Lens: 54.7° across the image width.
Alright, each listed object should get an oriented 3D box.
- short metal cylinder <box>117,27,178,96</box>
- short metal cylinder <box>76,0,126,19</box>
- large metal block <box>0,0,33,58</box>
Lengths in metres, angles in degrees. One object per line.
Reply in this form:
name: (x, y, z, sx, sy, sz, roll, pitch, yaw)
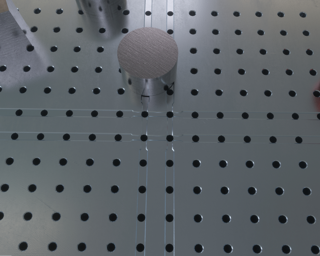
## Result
short metal cylinder: (-0.016, -0.092, 0.432, 0.081, 0.050, 0.080, 0, 70, 0)
short metal cylinder: (-0.094, -0.217, 0.477, 0.081, 0.050, 0.080, 0, 70, 0)
large metal block: (-0.238, -0.143, 0.433, 0.080, 0.080, 0.050, -21, 72, -8)
